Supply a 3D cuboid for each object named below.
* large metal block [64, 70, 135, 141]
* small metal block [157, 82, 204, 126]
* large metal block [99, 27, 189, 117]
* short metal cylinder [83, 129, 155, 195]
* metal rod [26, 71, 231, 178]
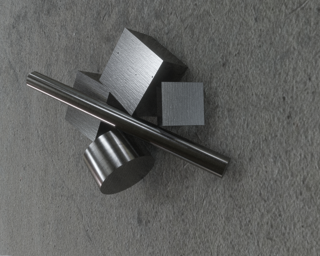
[{"bbox_3d":[-0.091,-0.033,0.465,0.080,0.050,0.079,31,109,35],"label":"large metal block"},{"bbox_3d":[0.024,-0.028,0.368,0.025,0.050,0.050,175,94,-75],"label":"small metal block"},{"bbox_3d":[-0.024,-0.071,0.406,0.080,0.050,0.080,47,118,29],"label":"large metal block"},{"bbox_3d":[-0.054,0.044,0.415,0.080,0.081,0.050,-51,60,28],"label":"short metal cylinder"},{"bbox_3d":[-0.055,-0.013,0.398,0.301,0.025,0.025,24,106,20],"label":"metal rod"}]
